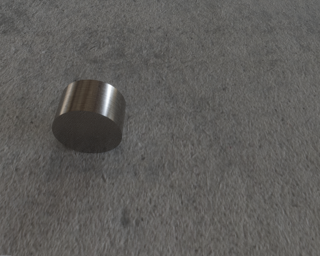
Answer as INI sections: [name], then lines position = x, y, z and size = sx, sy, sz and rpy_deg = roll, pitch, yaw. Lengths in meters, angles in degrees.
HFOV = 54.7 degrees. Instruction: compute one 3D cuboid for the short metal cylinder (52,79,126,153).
[short metal cylinder]
position = -0.084, -0.012, 0.377
size = 0.081, 0.080, 0.050
rpy_deg = 1, 50, 0
